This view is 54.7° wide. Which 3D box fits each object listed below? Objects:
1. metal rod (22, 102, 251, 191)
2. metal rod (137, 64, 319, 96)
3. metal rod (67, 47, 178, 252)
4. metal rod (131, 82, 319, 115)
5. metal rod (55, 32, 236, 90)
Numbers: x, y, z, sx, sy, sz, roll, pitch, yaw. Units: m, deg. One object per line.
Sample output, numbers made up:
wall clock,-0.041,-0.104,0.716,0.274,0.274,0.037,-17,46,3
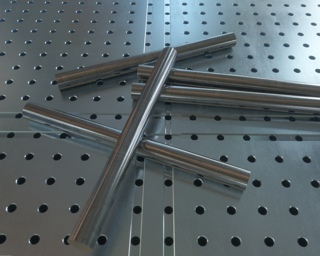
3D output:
metal rod,-0.039,0.018,0.391,0.301,0.025,0.025,17,52,13
metal rod,0.116,-0.067,0.465,0.302,0.025,0.025,7,50,5
metal rod,-0.029,-0.002,0.375,0.025,0.025,0.300,13,51,11
metal rod,0.110,-0.041,0.443,0.302,0.025,0.025,5,50,4
metal rod,-0.014,-0.111,0.500,0.302,0.025,0.025,-17,52,-15
